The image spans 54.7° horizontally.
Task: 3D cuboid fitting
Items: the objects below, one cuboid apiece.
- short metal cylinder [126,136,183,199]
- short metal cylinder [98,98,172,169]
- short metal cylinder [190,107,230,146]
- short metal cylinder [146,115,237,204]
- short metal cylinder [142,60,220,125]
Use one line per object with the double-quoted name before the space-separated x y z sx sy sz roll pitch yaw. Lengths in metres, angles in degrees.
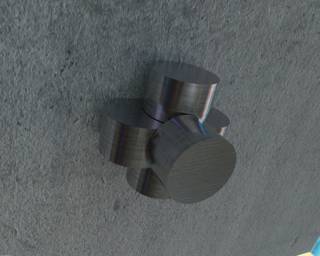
"short metal cylinder" 0.000 0.047 0.403 0.081 0.080 0.050 0 119 -29
"short metal cylinder" -0.028 0.004 0.361 0.081 0.080 0.050 -1 119 -28
"short metal cylinder" 0.043 0.003 0.400 0.081 0.080 0.050 -1 119 -29
"short metal cylinder" 0.032 0.033 0.327 0.081 0.050 0.079 -14 125 -21
"short metal cylinder" 0.024 -0.042 0.361 0.081 0.080 0.050 -2 119 -28
